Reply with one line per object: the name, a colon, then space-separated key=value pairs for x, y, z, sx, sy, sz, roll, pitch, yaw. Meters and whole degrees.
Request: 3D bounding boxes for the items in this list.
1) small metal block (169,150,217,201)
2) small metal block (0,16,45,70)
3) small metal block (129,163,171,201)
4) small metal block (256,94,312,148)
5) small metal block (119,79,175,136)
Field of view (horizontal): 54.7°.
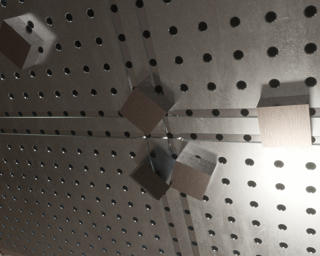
small metal block: x=0.044 y=0.066 z=0.428 sx=0.050 sy=0.025 sz=0.050 roll=22 pitch=127 yaw=14
small metal block: x=-0.199 y=-0.120 z=0.440 sx=0.050 sy=0.025 sz=0.050 roll=43 pitch=129 yaw=-2
small metal block: x=-0.017 y=0.077 z=0.450 sx=0.050 sy=0.025 sz=0.050 roll=43 pitch=167 yaw=-2
small metal block: x=0.136 y=-0.007 z=0.335 sx=0.050 sy=0.025 sz=0.050 roll=-2 pitch=117 yaw=29
small metal block: x=-0.018 y=-0.026 z=0.403 sx=0.050 sy=0.025 sz=0.050 roll=40 pitch=129 yaw=0
